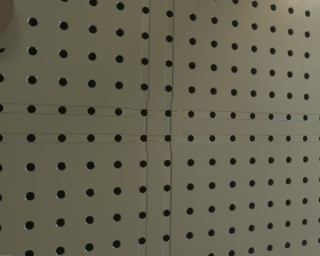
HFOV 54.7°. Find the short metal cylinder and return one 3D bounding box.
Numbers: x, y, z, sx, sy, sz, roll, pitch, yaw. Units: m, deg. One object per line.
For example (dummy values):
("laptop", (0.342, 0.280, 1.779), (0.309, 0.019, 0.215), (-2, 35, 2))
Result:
("short metal cylinder", (-0.196, -0.122, 0.327), (0.081, 0.050, 0.079), (0, 90, -20))
